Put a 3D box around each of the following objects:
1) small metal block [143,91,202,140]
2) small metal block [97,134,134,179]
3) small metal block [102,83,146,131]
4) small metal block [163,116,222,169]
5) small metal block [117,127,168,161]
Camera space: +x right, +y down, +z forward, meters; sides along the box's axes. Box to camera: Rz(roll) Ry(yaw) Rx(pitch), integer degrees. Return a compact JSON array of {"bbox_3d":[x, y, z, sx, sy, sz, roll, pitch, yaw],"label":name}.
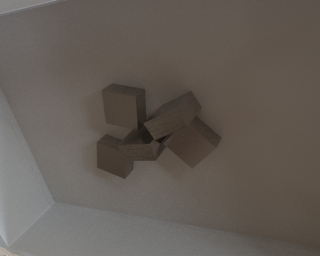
[{"bbox_3d":[0.016,-0.015,0.375,0.050,0.050,0.025,-24,105,36],"label":"small metal block"},{"bbox_3d":[-0.068,0.043,0.471,0.050,0.025,0.050,19,126,17],"label":"small metal block"},{"bbox_3d":[-0.047,-0.029,0.416,0.050,0.025,0.050,12,124,21],"label":"small metal block"},{"bbox_3d":[0.041,0.016,0.397,0.050,0.025,0.050,41,129,-1],"label":"small metal block"},{"bbox_3d":[-0.020,0.020,0.415,0.050,0.050,0.025,-4,117,30],"label":"small metal block"}]
